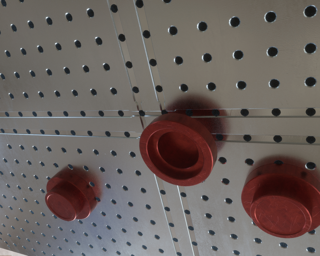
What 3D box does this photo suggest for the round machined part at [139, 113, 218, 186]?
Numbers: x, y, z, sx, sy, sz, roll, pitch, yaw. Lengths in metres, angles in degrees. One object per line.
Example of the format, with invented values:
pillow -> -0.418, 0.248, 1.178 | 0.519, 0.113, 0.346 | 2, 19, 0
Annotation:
round machined part -> 0.027, 0.024, 0.400 | 0.098, 0.042, 0.097 | 13, 124, 20

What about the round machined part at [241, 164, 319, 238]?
round machined part -> 0.149, 0.096, 0.380 | 0.098, 0.042, 0.097 | 13, 124, 20

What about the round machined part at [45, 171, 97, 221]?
round machined part -> -0.170, 0.131, 0.568 | 0.098, 0.042, 0.097 | 13, 124, 20
